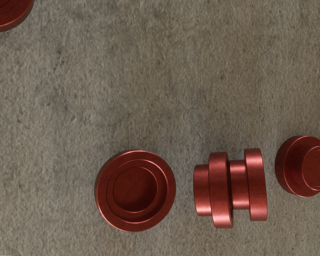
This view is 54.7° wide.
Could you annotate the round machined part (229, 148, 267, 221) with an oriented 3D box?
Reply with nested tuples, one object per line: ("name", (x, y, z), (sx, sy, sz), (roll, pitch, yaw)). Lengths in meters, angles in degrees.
("round machined part", (0.119, 0.077, 0.426), (0.042, 0.098, 0.097), (-5, 92, 13))

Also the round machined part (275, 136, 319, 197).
("round machined part", (0.235, 0.061, 0.489), (0.099, 0.042, 0.097), (0, 90, -21))

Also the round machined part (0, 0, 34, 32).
("round machined part", (-0.187, -0.150, 0.331), (0.099, 0.042, 0.097), (0, 90, -21))

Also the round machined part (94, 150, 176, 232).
("round machined part", (-0.033, 0.075, 0.389), (0.099, 0.042, 0.097), (0, 90, -21))

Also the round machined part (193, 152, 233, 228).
("round machined part", (0.071, 0.081, 0.408), (0.042, 0.098, 0.097), (-5, 93, 15))
